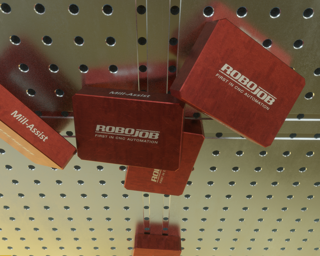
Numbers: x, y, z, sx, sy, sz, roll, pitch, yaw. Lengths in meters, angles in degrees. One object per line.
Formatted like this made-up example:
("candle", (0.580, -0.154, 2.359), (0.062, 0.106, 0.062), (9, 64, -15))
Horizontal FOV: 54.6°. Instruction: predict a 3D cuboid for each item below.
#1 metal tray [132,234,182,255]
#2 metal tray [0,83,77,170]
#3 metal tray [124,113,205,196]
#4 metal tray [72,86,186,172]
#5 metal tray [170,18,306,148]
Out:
("metal tray", (-0.012, 0.267, 0.635), (0.091, 0.030, 0.129), (6, 130, -5))
("metal tray", (-0.174, -0.002, 0.374), (0.090, 0.030, 0.130), (0, 141, 47))
("metal tray", (0.002, 0.042, 0.444), (0.091, 0.030, 0.129), (9, 130, -8))
("metal tray", (-0.037, 0.001, 0.380), (0.131, 0.030, 0.089), (6, 117, 8))
("metal tray", (0.088, -0.046, 0.341), (0.131, 0.030, 0.090), (28, 92, -22))
